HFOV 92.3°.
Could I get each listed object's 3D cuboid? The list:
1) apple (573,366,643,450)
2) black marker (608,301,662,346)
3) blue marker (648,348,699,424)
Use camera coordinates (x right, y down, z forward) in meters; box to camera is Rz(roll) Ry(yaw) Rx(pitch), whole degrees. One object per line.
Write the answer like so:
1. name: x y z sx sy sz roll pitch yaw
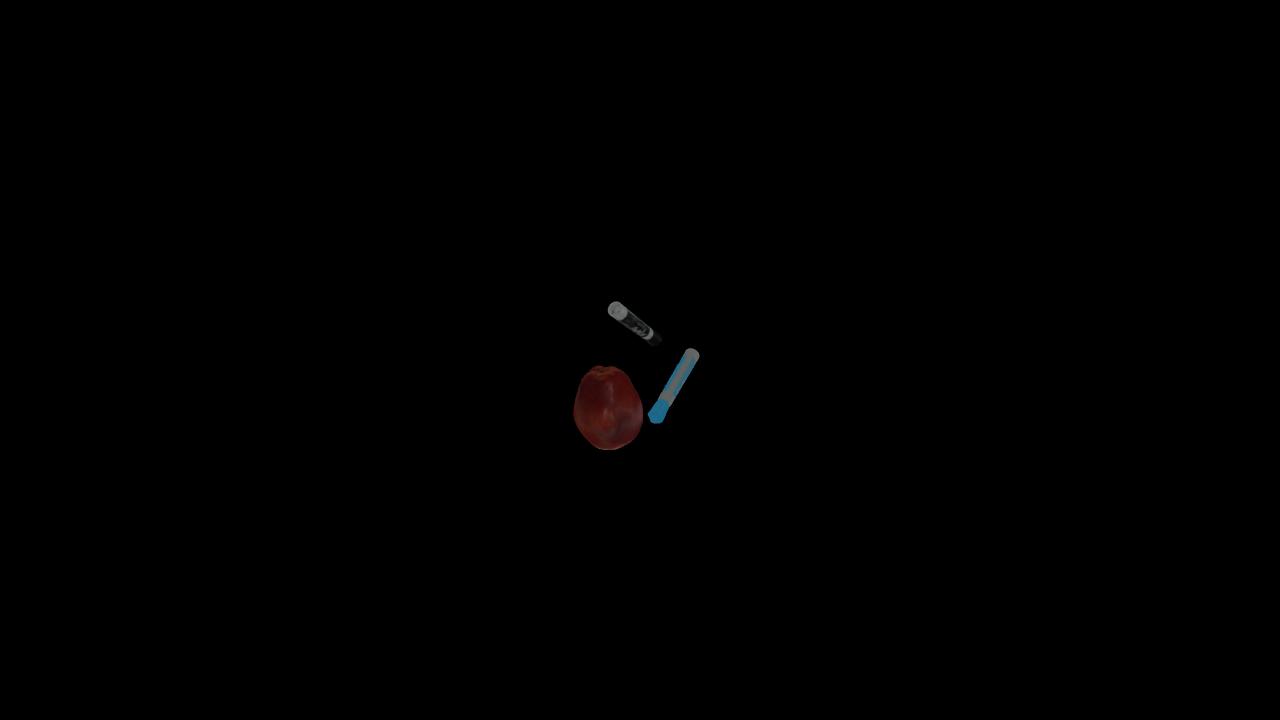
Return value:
1. apple: -0.036 0.055 0.679 0.079 0.093 0.079 -2 17 0
2. black marker: -0.003 -0.042 0.752 0.020 0.020 0.121 0 -16 26
3. blue marker: 0.040 0.030 0.720 0.020 0.020 0.121 0 38 32
